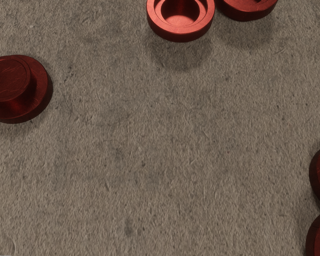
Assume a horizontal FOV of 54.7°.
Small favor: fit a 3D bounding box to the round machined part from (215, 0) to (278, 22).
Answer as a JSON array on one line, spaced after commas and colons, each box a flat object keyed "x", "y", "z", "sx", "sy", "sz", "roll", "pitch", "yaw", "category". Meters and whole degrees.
[{"x": 0.130, "y": -0.204, "z": 0.475, "sx": 0.099, "sy": 0.042, "sz": 0.098, "roll": 0, "pitch": 70, "yaw": -1, "category": "round machined part"}]

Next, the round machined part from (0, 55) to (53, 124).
[{"x": -0.201, "y": -0.058, "z": 0.418, "sx": 0.099, "sy": 0.042, "sz": 0.098, "roll": 0, "pitch": 70, "yaw": -1, "category": "round machined part"}]

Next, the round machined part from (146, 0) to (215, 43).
[{"x": 0.029, "y": -0.167, "z": 0.461, "sx": 0.099, "sy": 0.042, "sz": 0.098, "roll": 0, "pitch": 70, "yaw": -1, "category": "round machined part"}]

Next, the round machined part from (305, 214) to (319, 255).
[{"x": 0.213, "y": 0.138, "z": 0.347, "sx": 0.099, "sy": 0.042, "sz": 0.098, "roll": 0, "pitch": 77, "yaw": 2, "category": "round machined part"}]

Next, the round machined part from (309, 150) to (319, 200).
[{"x": 0.242, "y": 0.059, "z": 0.381, "sx": 0.099, "sy": 0.042, "sz": 0.098, "roll": 0, "pitch": 70, "yaw": -1, "category": "round machined part"}]
